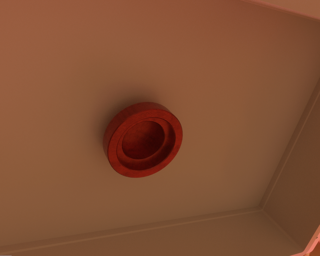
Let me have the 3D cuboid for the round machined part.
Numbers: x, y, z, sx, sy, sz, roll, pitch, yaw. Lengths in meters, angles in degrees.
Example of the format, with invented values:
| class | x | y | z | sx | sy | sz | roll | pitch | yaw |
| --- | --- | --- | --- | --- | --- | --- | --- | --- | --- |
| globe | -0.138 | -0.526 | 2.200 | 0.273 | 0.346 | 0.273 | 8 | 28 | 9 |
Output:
| class | x | y | z | sx | sy | sz | roll | pitch | yaw |
| --- | --- | --- | --- | --- | --- | --- | --- | --- | --- |
| round machined part | -0.024 | 0.011 | 0.391 | 0.099 | 0.042 | 0.097 | -14 | 124 | -21 |
